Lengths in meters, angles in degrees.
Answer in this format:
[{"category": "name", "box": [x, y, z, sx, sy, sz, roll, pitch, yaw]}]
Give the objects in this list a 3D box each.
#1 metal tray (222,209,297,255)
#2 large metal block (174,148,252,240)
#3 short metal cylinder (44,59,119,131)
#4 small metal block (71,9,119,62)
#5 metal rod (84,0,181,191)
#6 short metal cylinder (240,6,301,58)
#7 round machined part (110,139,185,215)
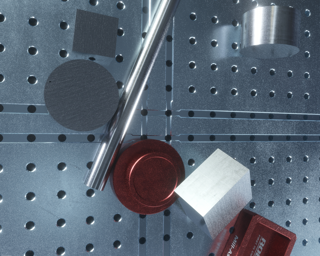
[{"category": "metal tray", "box": [0.139, 0.199, 0.461, 0.090, 0.030, 0.130, 30, 80, -18]}, {"category": "large metal block", "box": [0.073, 0.087, 0.406, 0.080, 0.050, 0.080, -41, 141, -15]}, {"category": "short metal cylinder", "box": [-0.093, -0.036, 0.365, 0.081, 0.050, 0.079, 0, 90, -20]}, {"category": "small metal block", "box": [-0.081, -0.113, 0.383, 0.050, 0.025, 0.050, 6, 88, -20]}, {"category": "metal rod", "box": [-0.028, -0.065, 0.402, 0.025, 0.025, 0.299, 24, 82, -19]}, {"category": "short metal cylinder", "box": [0.156, -0.133, 0.441, 0.081, 0.080, 0.050, 3, 89, -20]}, {"category": "round machined part", "box": [-0.012, 0.063, 0.399, 0.099, 0.042, 0.097, 0, 90, -20]}]
